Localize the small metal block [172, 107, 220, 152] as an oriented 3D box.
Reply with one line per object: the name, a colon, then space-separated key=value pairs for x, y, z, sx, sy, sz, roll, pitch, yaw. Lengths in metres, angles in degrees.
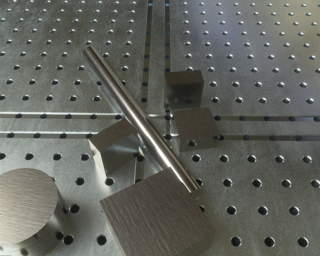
small metal block: x=0.046 y=0.002 z=0.407 sx=0.050 sy=0.025 sz=0.050 roll=-7 pitch=50 yaw=-7

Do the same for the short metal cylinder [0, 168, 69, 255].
short metal cylinder: x=-0.139 y=0.088 z=0.316 sx=0.081 sy=0.050 sz=0.080 roll=0 pitch=50 yaw=0

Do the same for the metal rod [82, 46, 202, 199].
metal rod: x=-0.039 y=-0.024 z=0.427 sx=0.025 sy=0.025 sz=0.300 roll=-24 pitch=54 yaw=-19

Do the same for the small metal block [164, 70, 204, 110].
small metal block: x=0.032 y=-0.053 z=0.436 sx=0.050 sy=0.050 sz=0.025 roll=-5 pitch=51 yaw=-5

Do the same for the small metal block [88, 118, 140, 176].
small metal block: x=-0.053 y=0.023 z=0.371 sx=0.050 sy=0.050 sz=0.025 roll=-32 pitch=57 yaw=-24

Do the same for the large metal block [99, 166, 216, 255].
large metal block: x=-0.004 y=0.098 z=0.309 sx=0.081 sy=0.050 sz=0.080 roll=-24 pitch=54 yaw=-19
